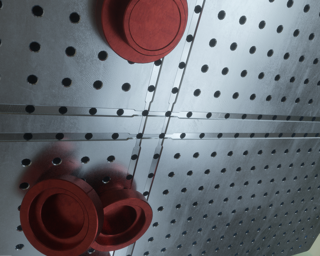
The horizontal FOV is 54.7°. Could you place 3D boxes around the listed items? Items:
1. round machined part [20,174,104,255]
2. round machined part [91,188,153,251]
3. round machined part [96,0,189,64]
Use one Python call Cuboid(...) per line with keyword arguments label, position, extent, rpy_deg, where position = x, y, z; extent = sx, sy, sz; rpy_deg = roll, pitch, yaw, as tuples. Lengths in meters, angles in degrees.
Cuboid(label="round machined part", position=(-0.115, 0.105, 0.381), extent=(0.098, 0.042, 0.097), rpy_deg=(1, 95, 10))
Cuboid(label="round machined part", position=(-0.064, 0.126, 0.445), extent=(0.099, 0.042, 0.097), rpy_deg=(-14, 125, -21))
Cuboid(label="round machined part", position=(-0.013, -0.114, 0.324), extent=(0.099, 0.042, 0.097), rpy_deg=(-14, 125, -21))
